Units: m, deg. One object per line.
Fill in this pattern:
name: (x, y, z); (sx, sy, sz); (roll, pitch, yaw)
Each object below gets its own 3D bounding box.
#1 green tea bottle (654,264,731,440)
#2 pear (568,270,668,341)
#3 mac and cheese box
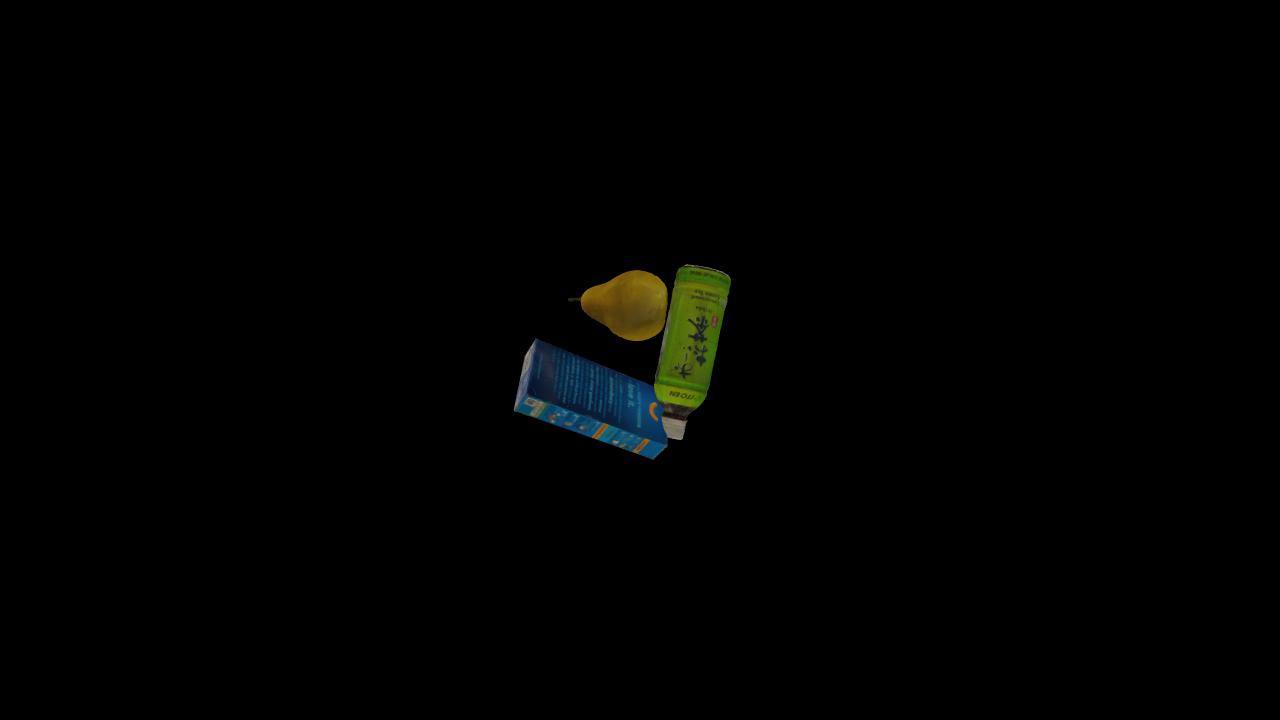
green tea bottle: (0.059, -0.007, 0.763); (0.073, 0.212, 0.073); (13, -2, 0)
pear: (-0.026, -0.062, 0.662); (0.111, 0.080, 0.080); (5, 0, 3)
mac and cheese box: (-0.054, 0.048, 0.739); (0.184, 0.093, 0.041); (23, -51, -21)
